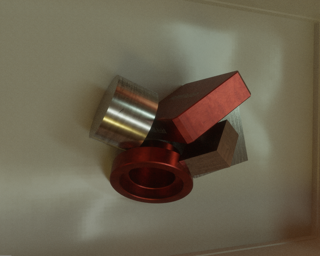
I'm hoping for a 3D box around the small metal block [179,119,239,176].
[{"bbox_3d":[0.055,0.022,0.345,0.025,0.050,0.050,50,43,-21],"label":"small metal block"}]

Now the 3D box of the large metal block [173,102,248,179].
[{"bbox_3d":[0.063,0.012,0.412,0.081,0.050,0.079,-15,100,-20],"label":"large metal block"}]

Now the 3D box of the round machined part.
[{"bbox_3d":[-0.009,0.051,0.378,0.099,0.097,0.042,22,47,-19],"label":"round machined part"}]

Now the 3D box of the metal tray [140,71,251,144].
[{"bbox_3d":[0.032,-0.023,0.366,0.090,0.130,0.030,-37,103,-17],"label":"metal tray"}]

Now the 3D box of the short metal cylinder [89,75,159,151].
[{"bbox_3d":[-0.043,-0.016,0.364,0.050,0.080,0.080,24,82,-19],"label":"short metal cylinder"}]
